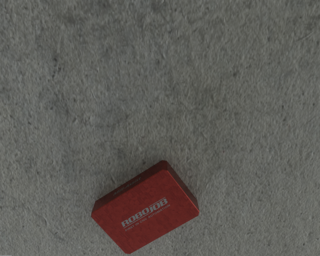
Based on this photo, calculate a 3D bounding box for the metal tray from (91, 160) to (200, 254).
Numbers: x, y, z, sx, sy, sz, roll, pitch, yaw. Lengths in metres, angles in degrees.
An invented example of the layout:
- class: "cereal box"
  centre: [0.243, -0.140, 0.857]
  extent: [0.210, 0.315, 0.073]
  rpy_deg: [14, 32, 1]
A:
- class: "metal tray"
  centre: [-0.021, 0.117, 0.450]
  extent: [0.130, 0.030, 0.090]
  rpy_deg: [-33, 107, 11]
